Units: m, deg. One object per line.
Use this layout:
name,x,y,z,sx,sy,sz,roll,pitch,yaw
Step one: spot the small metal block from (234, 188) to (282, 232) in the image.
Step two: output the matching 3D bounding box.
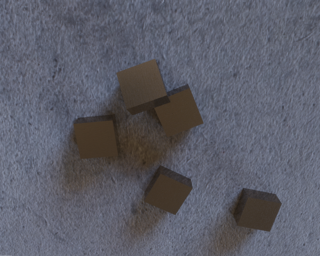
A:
small metal block,0.143,0.121,0.456,0.050,0.025,0.050,12,110,-5

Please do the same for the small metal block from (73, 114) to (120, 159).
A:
small metal block,-0.083,0.011,0.413,0.050,0.025,0.050,-5,110,1

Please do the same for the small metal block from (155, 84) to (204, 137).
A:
small metal block,0.023,-0.023,0.402,0.050,0.025,0.050,-21,109,7

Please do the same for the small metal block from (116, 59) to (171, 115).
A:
small metal block,-0.020,-0.049,0.378,0.050,0.025,0.050,-19,73,6

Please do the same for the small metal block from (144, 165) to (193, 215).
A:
small metal block,0.011,0.089,0.443,0.050,0.025,0.050,26,108,-10
